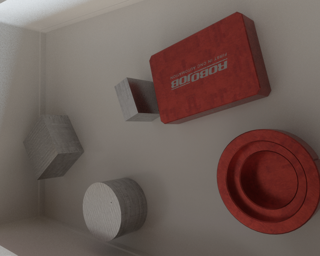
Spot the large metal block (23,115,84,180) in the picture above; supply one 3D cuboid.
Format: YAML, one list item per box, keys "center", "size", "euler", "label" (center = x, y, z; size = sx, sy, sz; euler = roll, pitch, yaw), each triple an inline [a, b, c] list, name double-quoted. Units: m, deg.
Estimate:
- center: [-0.188, 0.033, 0.542]
  size: [0.080, 0.050, 0.080]
  euler: [-45, 64, 30]
  label: "large metal block"

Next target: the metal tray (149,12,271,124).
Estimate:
- center: [0.052, -0.062, 0.360]
  size: [0.130, 0.030, 0.090]
  euler: [-18, 79, 38]
  label: "metal tray"

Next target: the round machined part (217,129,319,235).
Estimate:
- center: [0.110, 0.049, 0.304]
  size: [0.098, 0.042, 0.097]
  euler: [0, 90, 39]
  label: "round machined part"

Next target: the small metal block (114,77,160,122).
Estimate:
- center: [-0.027, -0.036, 0.411]
  size: [0.025, 0.050, 0.050]
  euler: [-30, 72, 36]
  label: "small metal block"

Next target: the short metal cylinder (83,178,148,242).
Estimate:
- center: [-0.065, 0.114, 0.442]
  size: [0.080, 0.050, 0.079]
  euler: [0, 90, 39]
  label: "short metal cylinder"
